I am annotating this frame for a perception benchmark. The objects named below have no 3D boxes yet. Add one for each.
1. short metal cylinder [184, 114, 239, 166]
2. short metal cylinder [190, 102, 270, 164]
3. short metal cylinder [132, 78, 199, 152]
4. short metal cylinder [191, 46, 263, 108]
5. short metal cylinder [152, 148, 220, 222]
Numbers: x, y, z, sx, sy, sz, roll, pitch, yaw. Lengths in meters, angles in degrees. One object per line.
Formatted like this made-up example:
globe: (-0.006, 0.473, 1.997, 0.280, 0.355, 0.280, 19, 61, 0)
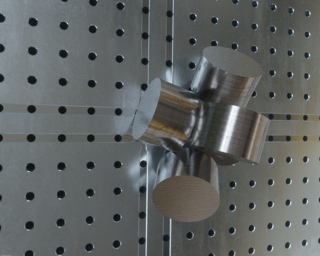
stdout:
short metal cylinder: (0.078, 0.010, 0.427, 0.081, 0.050, 0.080, 0, 89, -20)
short metal cylinder: (0.080, 0.007, 0.359, 0.081, 0.080, 0.050, 18, 84, -19)
short metal cylinder: (0.005, -0.016, 0.385, 0.050, 0.080, 0.080, 20, 83, -19)
short metal cylinder: (0.086, -0.066, 0.407, 0.081, 0.080, 0.050, 2, 129, -20)
short metal cylinder: (0.033, 0.072, 0.389, 0.080, 0.050, 0.079, 3, 124, 5)
